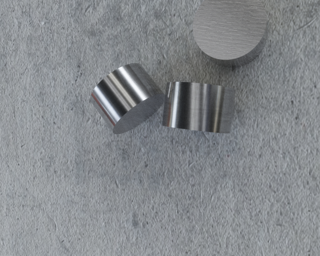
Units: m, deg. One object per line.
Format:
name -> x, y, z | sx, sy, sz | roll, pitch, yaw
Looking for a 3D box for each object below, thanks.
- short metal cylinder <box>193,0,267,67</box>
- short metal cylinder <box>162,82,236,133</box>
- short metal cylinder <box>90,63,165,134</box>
short metal cylinder -> 0.084, -0.115, 0.366 | 0.080, 0.050, 0.080 | 0, 90, 20
short metal cylinder -> 0.045, -0.023, 0.364 | 0.080, 0.080, 0.050 | 7, 93, 20
short metal cylinder -> -0.040, -0.036, 0.394 | 0.080, 0.080, 0.050 | -40, 78, 15
